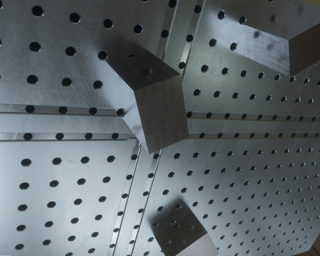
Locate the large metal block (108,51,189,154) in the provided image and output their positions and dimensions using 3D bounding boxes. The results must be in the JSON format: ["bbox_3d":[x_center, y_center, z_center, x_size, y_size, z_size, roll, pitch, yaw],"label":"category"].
[{"bbox_3d":[-0.013,-0.031,0.351,0.050,0.080,0.080,-23,127,-15],"label":"large metal block"}]

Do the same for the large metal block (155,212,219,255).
[{"bbox_3d":[0.050,0.212,0.556,0.080,0.050,0.080,-33,129,-7],"label":"large metal block"}]

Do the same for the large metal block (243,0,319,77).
[{"bbox_3d":[0.168,-0.118,0.397,0.080,0.080,0.050,-29,129,-10],"label":"large metal block"}]
